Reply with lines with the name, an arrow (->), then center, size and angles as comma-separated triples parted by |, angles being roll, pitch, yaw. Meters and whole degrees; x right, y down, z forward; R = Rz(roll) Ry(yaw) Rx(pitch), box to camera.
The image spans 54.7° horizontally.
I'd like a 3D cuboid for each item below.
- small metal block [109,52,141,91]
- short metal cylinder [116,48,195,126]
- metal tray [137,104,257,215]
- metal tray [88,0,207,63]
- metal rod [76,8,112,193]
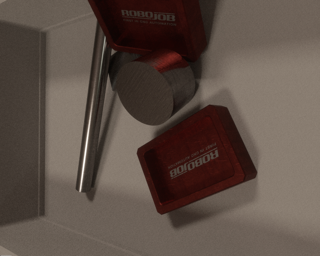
small metal block -> -0.048, -0.084, 0.444 | 0.050, 0.025, 0.050 | -23, 76, 37
short metal cylinder -> -0.005, -0.050, 0.372 | 0.080, 0.050, 0.079 | 20, 129, 27
metal tray -> 0.037, 0.041, 0.371 | 0.130, 0.030, 0.090 | -33, 70, 35
metal tray -> -0.016, -0.128, 0.364 | 0.130, 0.090, 0.030 | 16, 60, 29
metal rod -> -0.096, -0.038, 0.459 | 0.025, 0.025, 0.298 | 27, 114, 36
